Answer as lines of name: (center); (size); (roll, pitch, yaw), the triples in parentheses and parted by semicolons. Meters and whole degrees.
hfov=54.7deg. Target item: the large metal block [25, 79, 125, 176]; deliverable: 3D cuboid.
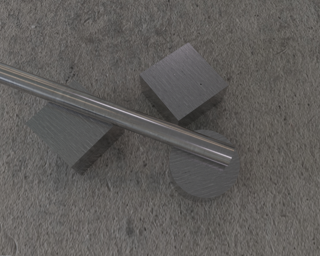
large metal block: (-0.104, 0.000, 0.394); (0.080, 0.050, 0.080); (40, 75, 13)

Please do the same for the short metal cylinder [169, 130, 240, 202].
short metal cylinder: (0.051, 0.048, 0.378); (0.081, 0.050, 0.080); (0, 70, 0)

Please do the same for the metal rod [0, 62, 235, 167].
metal rod: (-0.062, -0.020, 0.361); (0.301, 0.025, 0.025); (20, 71, 7)

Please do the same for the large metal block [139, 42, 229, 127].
large metal block: (0.030, -0.053, 0.414); (0.080, 0.050, 0.080); (-36, 74, -12)
